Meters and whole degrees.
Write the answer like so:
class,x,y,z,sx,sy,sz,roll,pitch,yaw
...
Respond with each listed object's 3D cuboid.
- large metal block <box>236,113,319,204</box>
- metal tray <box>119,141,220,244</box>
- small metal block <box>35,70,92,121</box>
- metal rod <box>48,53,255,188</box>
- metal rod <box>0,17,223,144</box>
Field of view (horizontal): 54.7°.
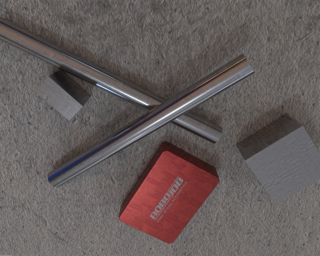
class,x,y,z,sx,sy,sz,roll,pitch,yaw
large metal block,0.162,0.040,0.414,0.080,0.050,0.080,-34,107,11
metal tray,0.011,0.094,0.442,0.090,0.030,0.129,29,107,-11
small metal block,-0.116,-0.042,0.379,0.050,0.050,0.025,43,104,-14
metal rod,-0.025,0.001,0.387,0.300,0.025,0.025,-30,108,19
metal rod,-0.057,-0.055,0.388,0.301,0.025,0.025,26,108,-10
